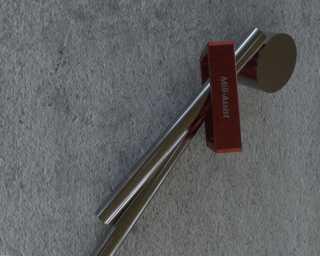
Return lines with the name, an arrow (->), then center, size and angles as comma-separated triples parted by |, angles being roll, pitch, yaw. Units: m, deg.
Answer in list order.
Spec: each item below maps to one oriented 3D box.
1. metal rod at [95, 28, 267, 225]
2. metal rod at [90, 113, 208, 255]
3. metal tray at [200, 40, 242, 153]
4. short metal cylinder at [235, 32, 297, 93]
metal rod -> 0.027, -0.003, 0.386 | 0.025, 0.025, 0.300 | 41, 89, -16
metal rod -> -0.029, 0.097, 0.398 | 0.025, 0.025, 0.300 | 39, 78, -16
metal tray -> 0.076, -0.037, 0.400 | 0.030, 0.090, 0.129 | -5, 92, 1
short metal cylinder -> 0.144, -0.094, 0.434 | 0.081, 0.050, 0.079 | -14, 116, -30
